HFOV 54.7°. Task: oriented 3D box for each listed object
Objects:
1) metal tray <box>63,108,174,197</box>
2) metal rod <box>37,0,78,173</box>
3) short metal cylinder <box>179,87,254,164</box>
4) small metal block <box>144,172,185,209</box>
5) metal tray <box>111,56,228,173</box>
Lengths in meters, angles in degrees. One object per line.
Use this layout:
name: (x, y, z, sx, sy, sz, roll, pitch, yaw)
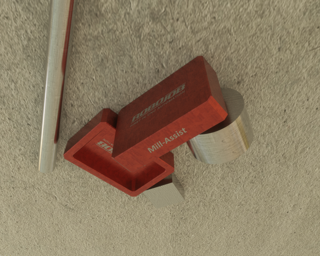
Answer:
metal tray: (-0.055, 0.040, 0.436, 0.130, 0.030, 0.090, 37, 121, -28)
metal rod: (-0.122, -0.052, 0.360, 0.025, 0.025, 0.298, 13, 129, -11)
short metal cylinder: (0.065, -0.004, 0.369, 0.080, 0.080, 0.050, -18, 128, 14)
small metal block: (0.006, 0.098, 0.491, 0.050, 0.025, 0.050, -20, 128, 15)
metal tray: (0.006, -0.016, 0.350, 0.130, 0.090, 0.030, -32, 123, 24)
